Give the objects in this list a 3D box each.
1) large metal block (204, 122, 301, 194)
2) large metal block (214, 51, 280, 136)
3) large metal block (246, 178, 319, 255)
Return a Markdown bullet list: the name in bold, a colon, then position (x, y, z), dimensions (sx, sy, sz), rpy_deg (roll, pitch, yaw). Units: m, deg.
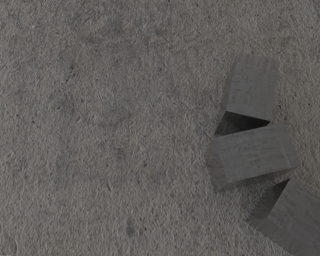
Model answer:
- **large metal block**: position (0.103, 0.038, 0.365), dimensions (0.081, 0.080, 0.050), rpy_deg (-13, 71, -5)
- **large metal block**: position (0.108, -0.036, 0.393), dimensions (0.050, 0.080, 0.080), rpy_deg (14, 71, 5)
- **large metal block**: position (0.152, 0.106, 0.341), dimensions (0.080, 0.080, 0.050), rpy_deg (34, 74, 11)
